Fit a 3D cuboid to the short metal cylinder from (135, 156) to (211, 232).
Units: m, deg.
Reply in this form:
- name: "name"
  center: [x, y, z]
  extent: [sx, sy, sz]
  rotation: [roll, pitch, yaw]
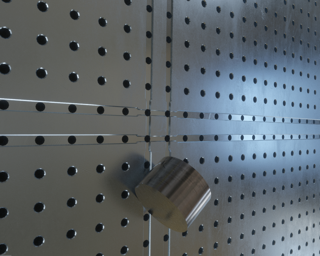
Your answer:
- name: "short metal cylinder"
  center: [0.016, 0.082, 0.386]
  extent: [0.050, 0.080, 0.080]
  rotation: [-44, 117, -31]
